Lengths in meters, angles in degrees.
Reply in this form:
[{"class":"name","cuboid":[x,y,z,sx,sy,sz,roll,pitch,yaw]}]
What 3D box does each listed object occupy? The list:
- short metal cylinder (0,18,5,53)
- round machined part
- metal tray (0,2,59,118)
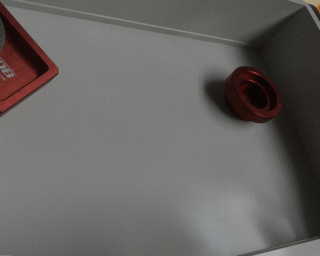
[{"class":"short metal cylinder","cuboid":[-0.187,-0.079,0.272,0.081,0.050,0.080,16,64,-37]},{"class":"round machined part","cuboid":[0.146,-0.050,0.506,0.099,0.042,0.098,14,56,-21]},{"class":"metal tray","cuboid":[-0.186,-0.084,0.329,0.130,0.030,0.090,51,49,-15]}]
